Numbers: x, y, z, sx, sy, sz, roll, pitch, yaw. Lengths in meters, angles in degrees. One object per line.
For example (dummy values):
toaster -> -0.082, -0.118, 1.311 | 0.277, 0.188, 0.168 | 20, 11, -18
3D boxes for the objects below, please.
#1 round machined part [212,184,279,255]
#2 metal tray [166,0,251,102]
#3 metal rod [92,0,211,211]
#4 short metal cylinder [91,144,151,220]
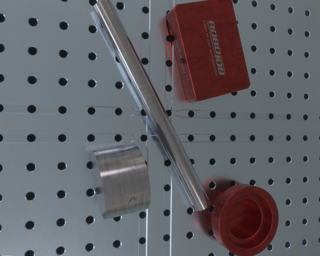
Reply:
round machined part -> 0.117, 0.129, 0.447 | 0.099, 0.042, 0.097 | 0, 90, -20
metal tray -> 0.069, -0.109, 0.435 | 0.091, 0.030, 0.129 | -16, 96, -19
metal rod -> -0.007, -0.023, 0.410 | 0.025, 0.025, 0.299 | -30, 100, -18
short metal cylinder -> -0.048, 0.062, 0.366 | 0.050, 0.080, 0.079 | -9, 93, -20
